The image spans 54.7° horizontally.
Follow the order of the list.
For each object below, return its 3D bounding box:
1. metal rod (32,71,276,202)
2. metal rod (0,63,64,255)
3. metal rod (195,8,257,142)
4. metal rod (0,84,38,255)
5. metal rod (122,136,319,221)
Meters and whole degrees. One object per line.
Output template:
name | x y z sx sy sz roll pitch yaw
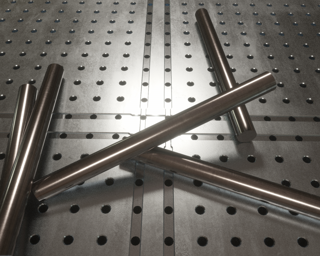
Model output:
metal rod | -0.002 0.007 0.361 0.302 0.025 0.025 -25 54 -6
metal rod | -0.153 0.015 0.374 0.025 0.025 0.300 -2 45 -3
metal rod | 0.096 -0.103 0.495 0.025 0.025 0.300 -5 50 -4
metal rod | -0.169 0.059 0.355 0.025 0.025 0.300 -6 50 -6
metal rod | 0.094 0.064 0.355 0.301 0.025 0.025 16 52 13
